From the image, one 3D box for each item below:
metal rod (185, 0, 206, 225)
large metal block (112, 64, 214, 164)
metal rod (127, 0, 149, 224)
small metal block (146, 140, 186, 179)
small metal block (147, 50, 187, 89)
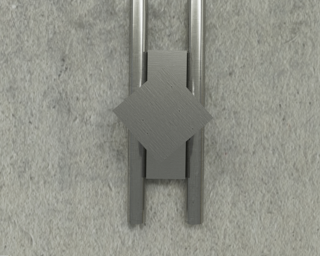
[{"bbox_3d":[0.047,-0.024,0.412,0.025,0.025,0.298,1,90,-1],"label":"metal rod"},{"bbox_3d":[0.003,-0.015,0.372,0.080,0.050,0.080,-41,91,0],"label":"large metal block"},{"bbox_3d":[-0.029,-0.025,0.411,0.025,0.025,0.298,1,90,-1],"label":"metal rod"},{"bbox_3d":[0.008,0.041,0.410,0.050,0.025,0.050,1,90,-1],"label":"small metal block"},{"bbox_3d":[0.009,-0.075,0.410,0.050,0.025,0.050,1,90,-1],"label":"small metal block"}]
